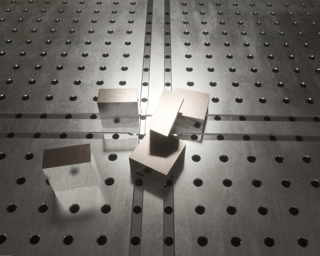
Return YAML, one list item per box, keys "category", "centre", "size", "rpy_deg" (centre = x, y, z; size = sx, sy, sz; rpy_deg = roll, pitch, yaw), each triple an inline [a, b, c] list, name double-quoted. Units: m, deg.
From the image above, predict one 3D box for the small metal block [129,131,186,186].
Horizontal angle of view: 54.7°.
- category: "small metal block"
  centre: [-0.002, 0.035, 0.378]
  size: [0.050, 0.025, 0.050]
  rpy_deg: [23, 54, 18]

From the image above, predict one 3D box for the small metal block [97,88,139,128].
- category: "small metal block"
  centre: [-0.054, -0.026, 0.412]
  size: [0.050, 0.050, 0.025]
  rpy_deg: [-1, 50, -2]

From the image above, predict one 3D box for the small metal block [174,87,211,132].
- category: "small metal block"
  centre: [0.040, -0.026, 0.430]
  size: [0.050, 0.025, 0.050]
  rpy_deg: [12, 51, 9]

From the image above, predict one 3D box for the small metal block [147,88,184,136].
- category: "small metal block"
  centre: [0.008, -0.017, 0.382]
  size: [0.025, 0.050, 0.050]
  rpy_deg: [23, 90, 3]

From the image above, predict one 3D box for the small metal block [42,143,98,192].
- category: "small metal block"
  centre: [-0.100, 0.046, 0.352]
  size: [0.050, 0.050, 0.025]
  rpy_deg: [-8, 51, -7]
